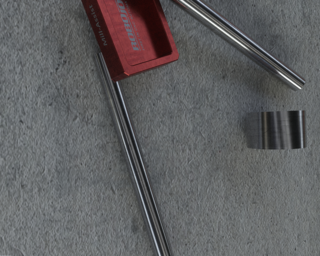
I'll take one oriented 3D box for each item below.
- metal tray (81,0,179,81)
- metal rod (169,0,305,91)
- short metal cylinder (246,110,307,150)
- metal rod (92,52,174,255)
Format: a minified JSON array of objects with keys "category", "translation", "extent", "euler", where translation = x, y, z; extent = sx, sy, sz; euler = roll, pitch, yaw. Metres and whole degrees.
[{"category":"metal tray","translation":[-0.037,-0.132,0.378],"extent":[0.091,0.030,0.129],"euler":[-26,99,-36]},{"category":"metal rod","translation":[0.096,-0.131,0.426],"extent":[0.301,0.025,0.025],"euler":[27,81,-25]},{"category":"short metal cylinder","translation":[0.164,0.002,0.440],"extent":[0.081,0.080,0.050],"euler":[-3,91,-20]},{"category":"metal rod","translation":[-0.029,0.051,0.398],"extent":[0.025,0.025,0.298],"euler":[-19,96,-19]}]
